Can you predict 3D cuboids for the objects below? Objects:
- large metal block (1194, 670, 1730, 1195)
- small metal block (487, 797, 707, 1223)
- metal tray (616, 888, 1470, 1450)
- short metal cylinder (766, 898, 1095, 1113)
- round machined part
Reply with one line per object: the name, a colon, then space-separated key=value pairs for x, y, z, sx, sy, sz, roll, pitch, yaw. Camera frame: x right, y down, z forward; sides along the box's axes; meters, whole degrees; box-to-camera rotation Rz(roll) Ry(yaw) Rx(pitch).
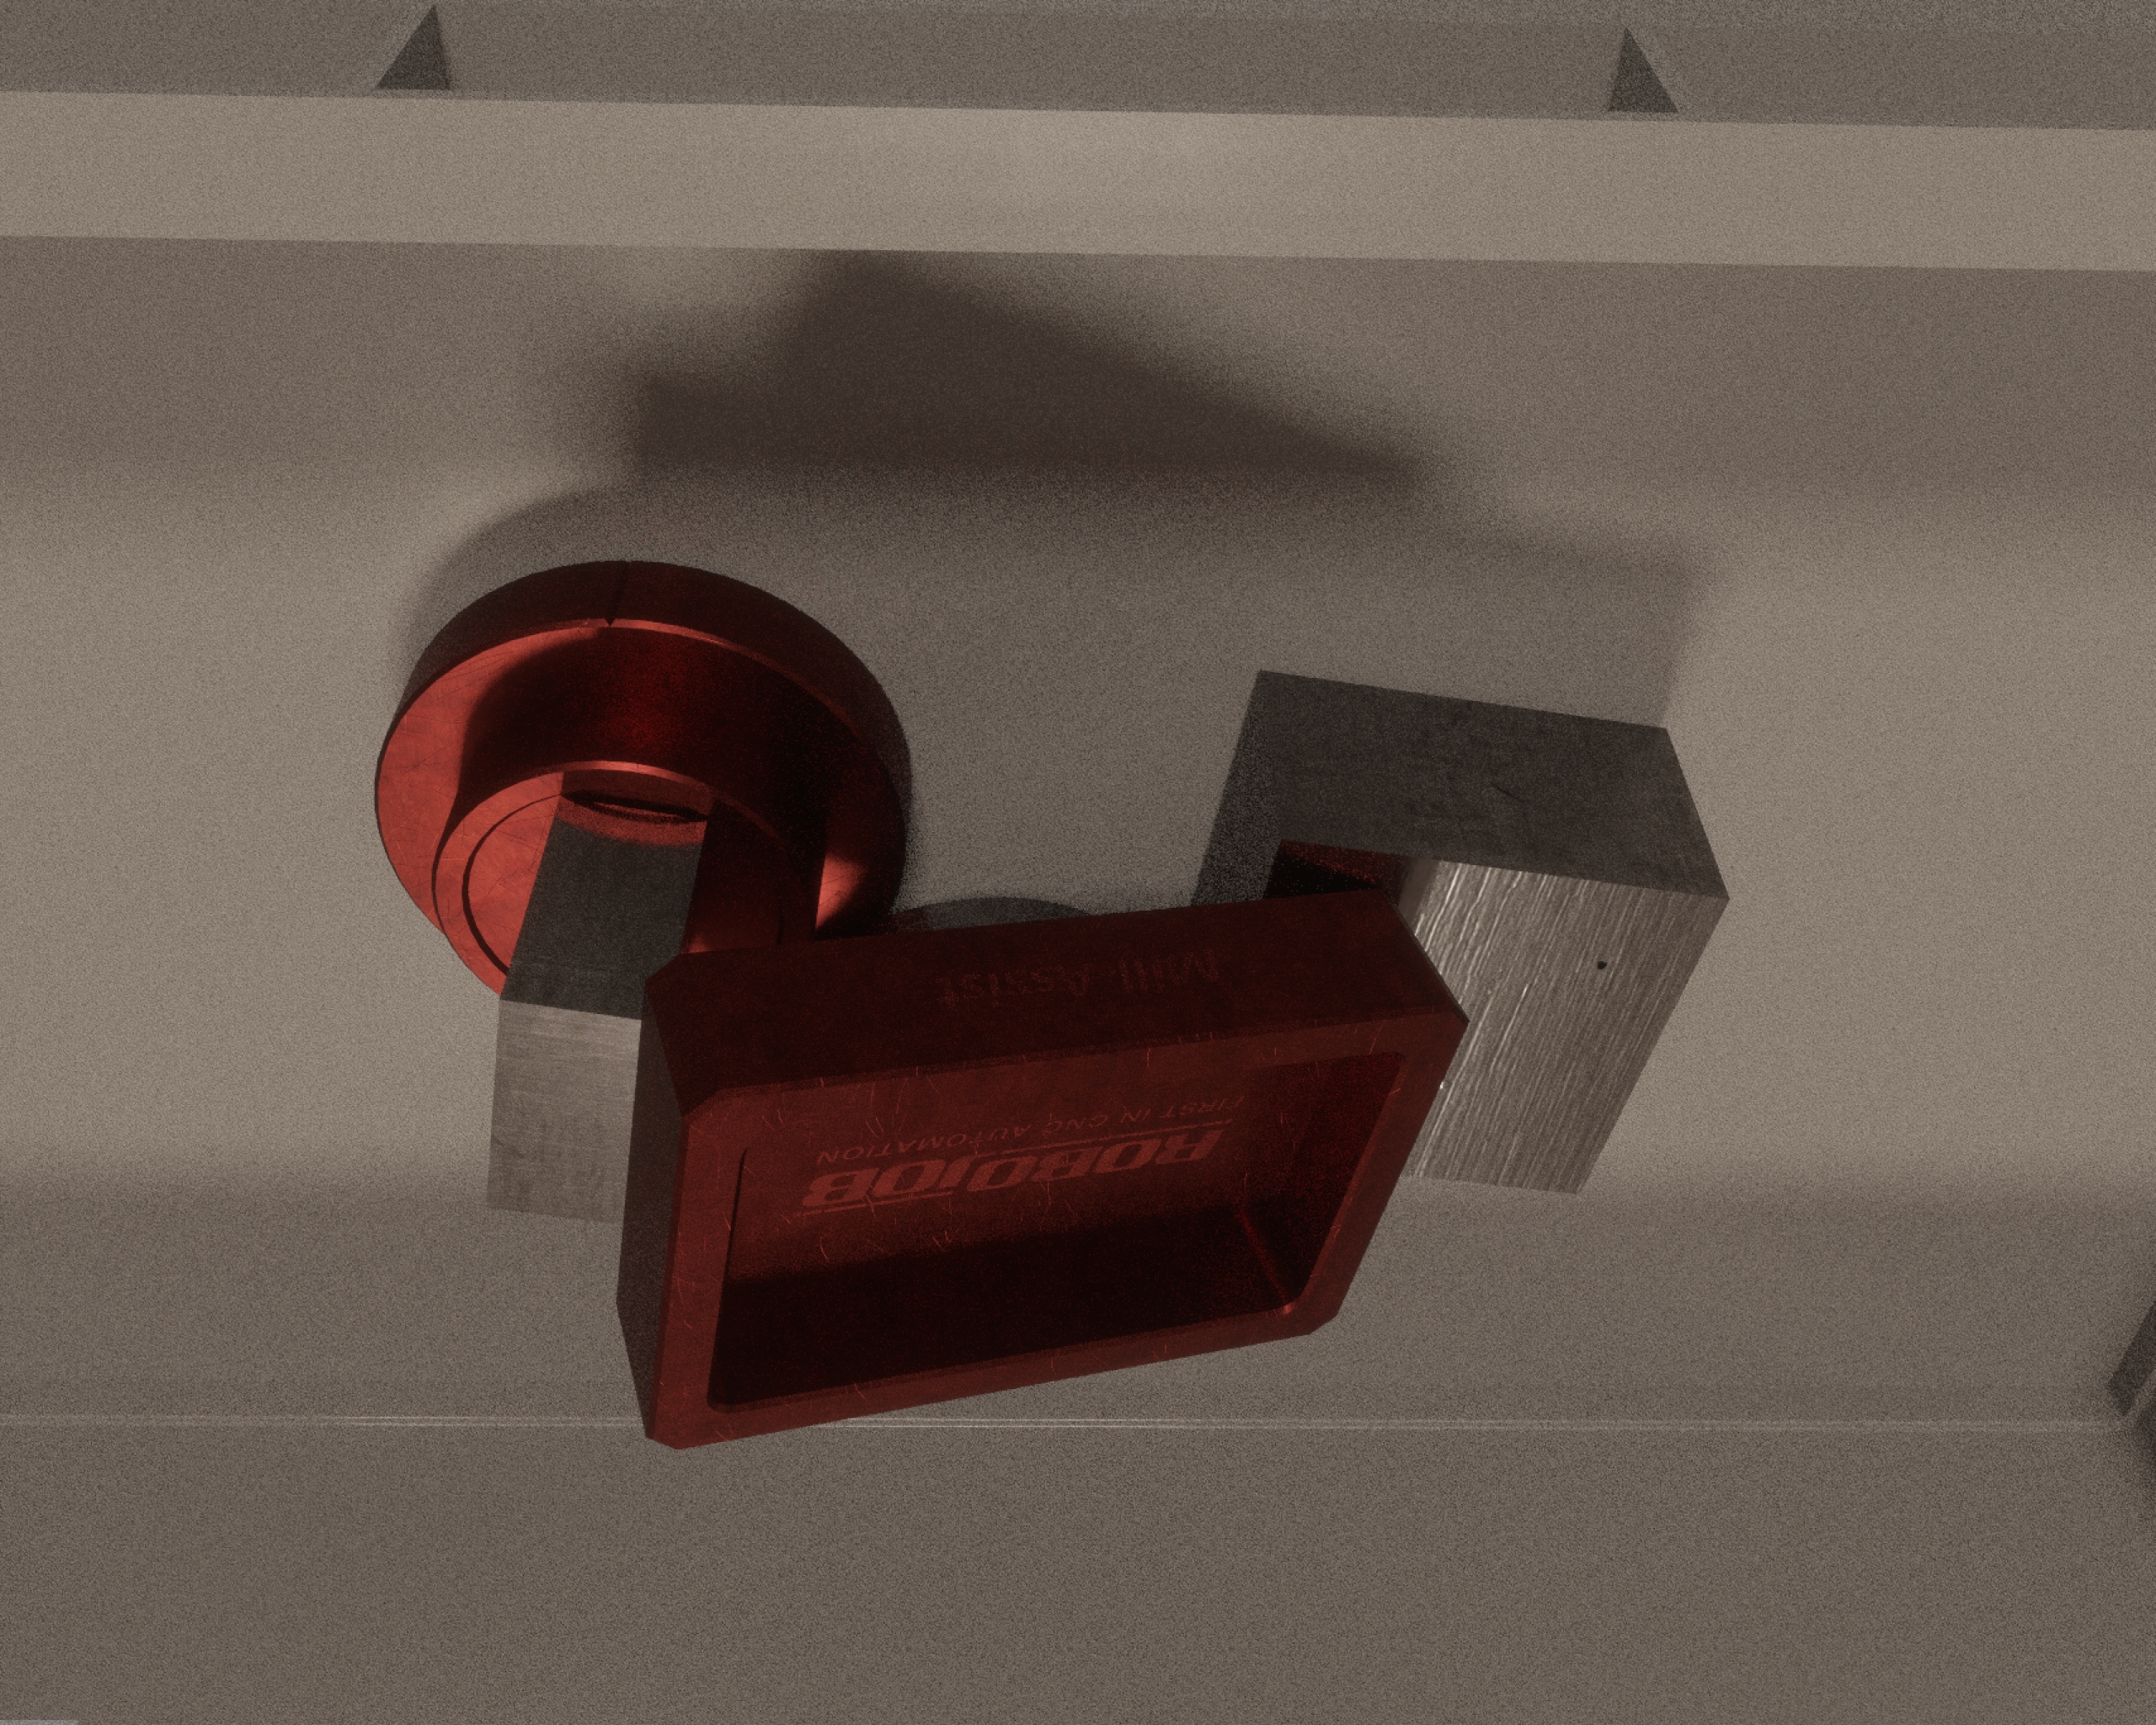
large metal block: x=0.067 y=0.015 z=0.403 sx=0.081 sy=0.050 sz=0.079 roll=7 pitch=130 yaw=-7
small metal block: x=-0.082 y=0.025 z=0.356 sx=0.025 sy=0.050 sz=0.050 roll=10 pitch=130 yaw=-8
metal tray: x=-0.008 y=0.052 z=0.355 sx=0.131 sy=0.030 sz=0.089 roll=-5 pitch=133 yaw=-22
short metal cylinder: x=-0.021 y=0.051 z=0.418 sx=0.081 sy=0.050 sz=0.080 roll=-10 pitch=144 yaw=-7
round machined part: x=-0.082 y=-0.004 z=0.391 sx=0.099 sy=0.042 sz=0.097 roll=-1 pitch=130 yaw=0
